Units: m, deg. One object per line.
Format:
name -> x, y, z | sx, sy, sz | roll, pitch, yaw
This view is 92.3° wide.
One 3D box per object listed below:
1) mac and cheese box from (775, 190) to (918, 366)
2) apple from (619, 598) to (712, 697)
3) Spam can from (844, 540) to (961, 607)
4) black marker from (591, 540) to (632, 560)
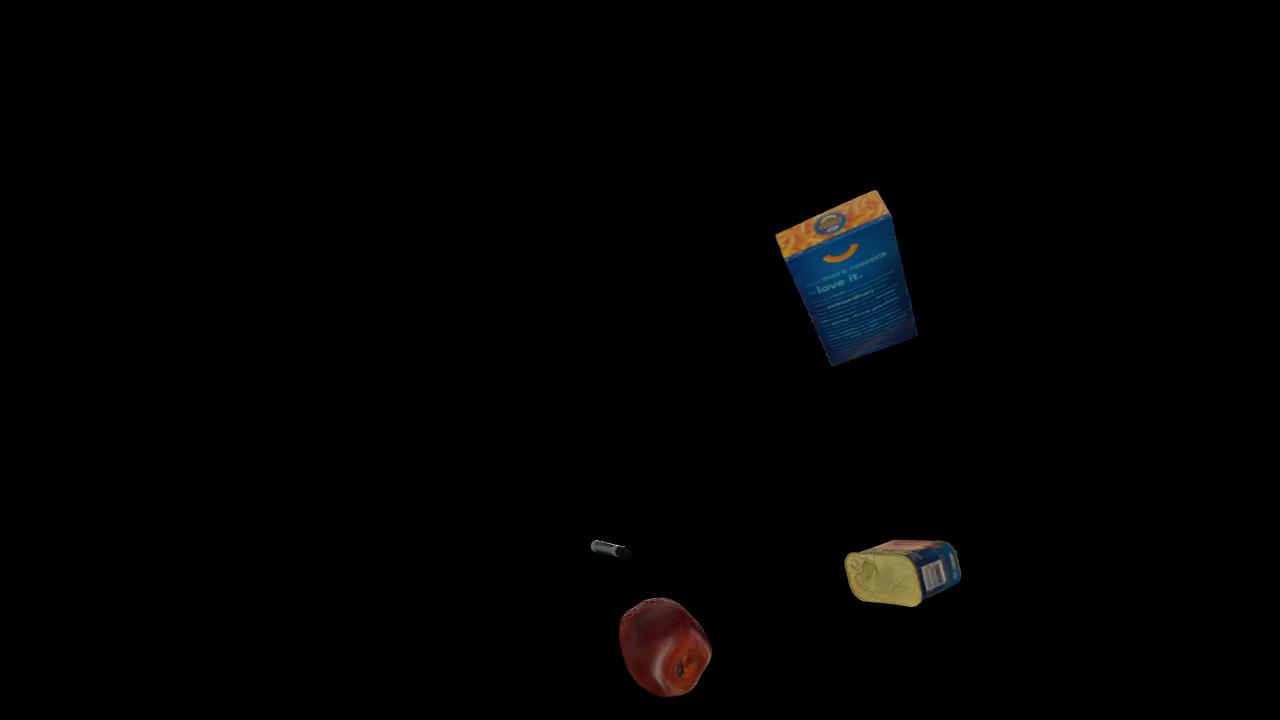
mac and cheese box -> 0.200, -0.067, 0.582 | 0.093, 0.041, 0.184 | -21, -39, 17
apple -> 0.019, 0.254, 0.550 | 0.079, 0.079, 0.093 | 0, 5, -25
Spam can -> 0.314, 0.251, 0.734 | 0.085, 0.058, 0.101 | -4, -10, -32
black marker -> -0.046, 0.298, 0.967 | 0.020, 0.020, 0.121 | 0, -10, -28
